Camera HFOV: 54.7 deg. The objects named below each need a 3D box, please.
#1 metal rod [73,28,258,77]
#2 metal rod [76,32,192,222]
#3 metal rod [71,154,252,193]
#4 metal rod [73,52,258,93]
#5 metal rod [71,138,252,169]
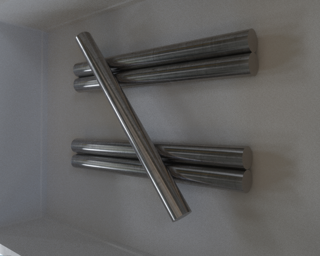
[{"bbox_3d":[-0.018,-0.094,0.420,0.300,0.025,0.025,1,91,40],"label":"metal rod"},{"bbox_3d":[-0.045,-0.018,0.410,0.025,0.025,0.299,-45,63,31],"label":"metal rod"},{"bbox_3d":[-0.023,0.056,0.424,0.300,0.025,0.025,0,90,40],"label":"metal rod"},{"bbox_3d":[-0.018,-0.069,0.419,0.300,0.025,0.025,1,91,40],"label":"metal rod"},{"bbox_3d":[-0.023,0.030,0.423,0.300,0.025,0.025,0,90,40],"label":"metal rod"}]
